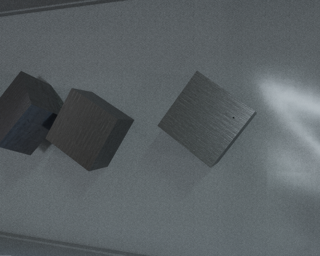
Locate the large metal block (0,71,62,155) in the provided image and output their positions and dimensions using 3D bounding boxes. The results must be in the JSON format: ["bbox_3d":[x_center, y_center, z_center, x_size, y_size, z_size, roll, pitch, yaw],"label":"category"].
[{"bbox_3d":[-0.194,-0.021,0.448,0.080,0.050,0.080,-46,50,14],"label":"large metal block"}]

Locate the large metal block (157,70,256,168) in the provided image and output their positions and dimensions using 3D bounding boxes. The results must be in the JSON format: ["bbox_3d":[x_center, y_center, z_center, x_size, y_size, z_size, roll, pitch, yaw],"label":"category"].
[{"bbox_3d":[0.058,-0.011,0.376,0.080,0.050,0.080,39,102,15],"label":"large metal block"}]

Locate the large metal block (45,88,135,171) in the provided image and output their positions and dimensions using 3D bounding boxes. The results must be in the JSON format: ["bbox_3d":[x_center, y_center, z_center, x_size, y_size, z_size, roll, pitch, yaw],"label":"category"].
[{"bbox_3d":[-0.096,0.002,0.430,0.080,0.050,0.080,33,101,16],"label":"large metal block"}]
